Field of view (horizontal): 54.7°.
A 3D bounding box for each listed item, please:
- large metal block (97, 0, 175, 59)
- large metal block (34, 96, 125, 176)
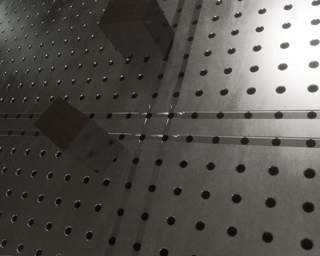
[{"bbox_3d":[-0.035,-0.154,0.484,0.080,0.080,0.050,6,65,31],"label":"large metal block"},{"bbox_3d":[-0.108,0.011,0.421,0.080,0.080,0.050,31,79,37],"label":"large metal block"}]
